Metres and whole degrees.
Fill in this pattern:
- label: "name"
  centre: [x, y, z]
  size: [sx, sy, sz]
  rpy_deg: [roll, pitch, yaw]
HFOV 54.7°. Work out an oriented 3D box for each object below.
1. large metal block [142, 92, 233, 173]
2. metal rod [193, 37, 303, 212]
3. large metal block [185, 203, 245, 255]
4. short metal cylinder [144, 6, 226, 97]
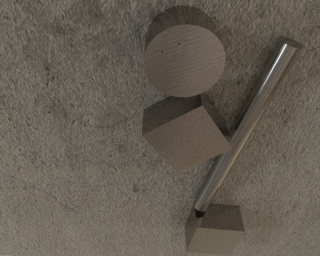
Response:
- label: "large metal block"
  centre: [0.034, 0.001, 0.392]
  size: [0.080, 0.050, 0.080]
  rpy_deg: [-26, 126, 20]
- label: "metal rod"
  centre: [0.104, 0.019, 0.424]
  size: [0.025, 0.025, 0.298]
  rpy_deg: [11, 129, -9]
- label: "large metal block"
  centre: [0.093, 0.178, 0.544]
  size: [0.081, 0.050, 0.079]
  rpy_deg: [7, 130, -6]
- label: "short metal cylinder"
  centre: [0.024, -0.079, 0.324]
  size: [0.081, 0.050, 0.079]
  rpy_deg: [0, 130, 0]
